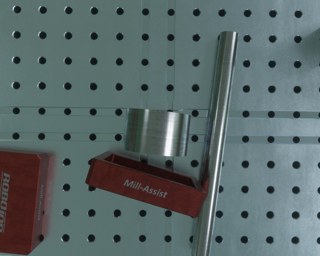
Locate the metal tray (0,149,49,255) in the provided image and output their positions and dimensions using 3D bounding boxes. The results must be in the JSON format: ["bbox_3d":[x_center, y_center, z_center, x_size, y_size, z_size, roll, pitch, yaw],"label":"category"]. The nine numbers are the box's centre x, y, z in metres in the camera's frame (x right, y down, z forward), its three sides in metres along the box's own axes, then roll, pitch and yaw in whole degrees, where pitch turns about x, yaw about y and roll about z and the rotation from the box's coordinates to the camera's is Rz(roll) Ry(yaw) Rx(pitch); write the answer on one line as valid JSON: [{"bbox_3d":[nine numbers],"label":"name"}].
[{"bbox_3d":[-0.203,0.094,0.409,0.091,0.030,0.129,6,90,0],"label":"metal tray"}]

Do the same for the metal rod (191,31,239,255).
[{"bbox_3d":[0.074,0.023,0.413,0.025,0.025,0.298,8,90,0],"label":"metal rod"}]

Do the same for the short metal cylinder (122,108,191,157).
[{"bbox_3d":[-0.004,0.005,0.386,0.080,0.080,0.050,6,90,0],"label":"short metal cylinder"}]

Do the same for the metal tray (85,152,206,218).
[{"bbox_3d":[-0.016,0.065,0.380,0.131,0.090,0.030,17,90,0],"label":"metal tray"}]
